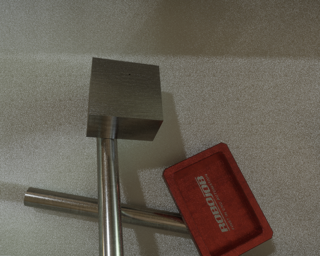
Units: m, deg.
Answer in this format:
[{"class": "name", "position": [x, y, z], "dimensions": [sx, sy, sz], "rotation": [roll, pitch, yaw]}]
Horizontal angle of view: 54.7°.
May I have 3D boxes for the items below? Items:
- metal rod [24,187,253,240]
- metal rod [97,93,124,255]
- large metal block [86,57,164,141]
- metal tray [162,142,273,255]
[{"class": "metal rod", "position": [-0.025, 0.117, 0.411], "dimensions": [0.302, 0.025, 0.025], "rotation": [10, 90, -1]}, {"class": "metal rod", "position": [-0.055, 0.091, 0.340], "dimensions": [0.025, 0.025, 0.299], "rotation": [-8, 61, 0]}, {"class": "large metal block", "position": [-0.044, -0.033, 0.373], "dimensions": [0.081, 0.050, 0.080], "rotation": [4, 59, -15]}, {"class": "metal tray", "position": [0.070, 0.095, 0.392], "dimensions": [0.091, 0.030, 0.130], "rotation": [-25, 80, -8]}]
